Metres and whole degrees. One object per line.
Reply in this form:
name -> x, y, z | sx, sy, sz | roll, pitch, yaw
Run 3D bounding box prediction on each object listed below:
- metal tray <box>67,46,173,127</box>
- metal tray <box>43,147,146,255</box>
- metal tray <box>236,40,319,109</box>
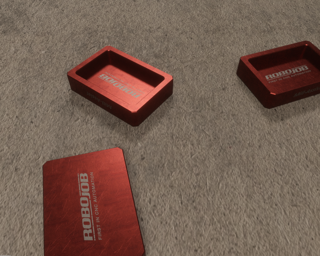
metal tray -> -0.057, -0.066, 0.454 | 0.130, 0.030, 0.090 | 30, 56, 22
metal tray -> -0.072, 0.087, 0.326 | 0.091, 0.030, 0.130 | -11, 51, -10
metal tray -> 0.197, -0.085, 0.473 | 0.131, 0.030, 0.090 | -16, 52, -14
